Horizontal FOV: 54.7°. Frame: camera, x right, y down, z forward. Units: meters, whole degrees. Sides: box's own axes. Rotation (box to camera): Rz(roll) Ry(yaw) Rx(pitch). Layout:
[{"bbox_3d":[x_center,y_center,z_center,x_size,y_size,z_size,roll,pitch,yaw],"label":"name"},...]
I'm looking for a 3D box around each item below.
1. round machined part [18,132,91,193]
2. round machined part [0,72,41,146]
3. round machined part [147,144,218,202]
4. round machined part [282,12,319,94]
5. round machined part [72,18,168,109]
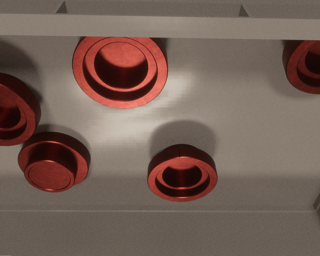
[{"bbox_3d":[-0.152,0.055,0.443,0.099,0.042,0.097,-1,130,0],"label":"round machined part"},{"bbox_3d":[-0.193,-0.027,0.372,0.099,0.042,0.097,-1,130,0],"label":"round machined part"},{"bbox_3d":[0.031,0.061,0.451,0.099,0.042,0.097,-1,130,0],"label":"round machined part"},{"bbox_3d":[0.179,-0.083,0.321,0.099,0.042,0.097,2,143,2],"label":"round machined part"},{"bbox_3d":[-0.041,-0.072,0.336,0.099,0.042,0.097,-1,130,0],"label":"round machined part"}]
